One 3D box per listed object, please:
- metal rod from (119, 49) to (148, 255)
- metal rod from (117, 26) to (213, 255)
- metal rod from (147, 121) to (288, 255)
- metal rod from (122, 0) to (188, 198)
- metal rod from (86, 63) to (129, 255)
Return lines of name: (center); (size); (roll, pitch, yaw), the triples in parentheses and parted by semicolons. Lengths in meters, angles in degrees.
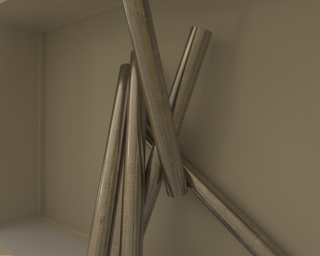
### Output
metal rod: (-0.030, 0.035, 0.370); (0.025, 0.025, 0.299); (-20, 59, 38)
metal rod: (0.001, 0.030, 0.370); (0.025, 0.025, 0.298); (24, 100, 37)
metal rod: (0.036, 0.058, 0.375); (0.300, 0.025, 0.025); (44, 116, 31)
metal rod: (-0.011, -0.065, 0.316); (0.025, 0.025, 0.298); (2, 112, 40)
metal rod: (-0.057, 0.048, 0.375); (0.025, 0.025, 0.299); (-19, 54, 38)
